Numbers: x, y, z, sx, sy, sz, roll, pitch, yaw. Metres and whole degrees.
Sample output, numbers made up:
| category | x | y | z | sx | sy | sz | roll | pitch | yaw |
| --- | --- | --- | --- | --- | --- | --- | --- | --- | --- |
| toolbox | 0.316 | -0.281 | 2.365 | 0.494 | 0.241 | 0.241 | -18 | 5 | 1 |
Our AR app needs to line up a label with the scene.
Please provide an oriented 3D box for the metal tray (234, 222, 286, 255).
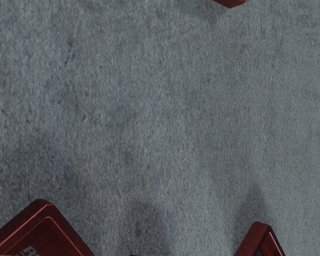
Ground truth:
| category | x | y | z | sx | sy | sz | roll | pitch | yaw |
| --- | --- | --- | --- | --- | --- | --- | --- | --- | --- |
| metal tray | 0.189 | 0.248 | 0.563 | 0.090 | 0.030 | 0.130 | -46 | 118 | -30 |

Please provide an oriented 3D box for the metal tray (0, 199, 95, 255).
| category | x | y | z | sx | sy | sz | roll | pitch | yaw |
| --- | --- | --- | --- | --- | --- | --- | --- | --- | --- |
| metal tray | -0.113 | 0.148 | 0.308 | 0.090 | 0.030 | 0.130 | -43 | 116 | -32 |

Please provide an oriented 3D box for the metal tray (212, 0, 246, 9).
| category | x | y | z | sx | sy | sz | roll | pitch | yaw |
| --- | --- | --- | --- | --- | --- | --- | --- | --- | --- |
| metal tray | 0.099 | -0.267 | 0.486 | 0.091 | 0.030 | 0.129 | 5 | 87 | -40 |
